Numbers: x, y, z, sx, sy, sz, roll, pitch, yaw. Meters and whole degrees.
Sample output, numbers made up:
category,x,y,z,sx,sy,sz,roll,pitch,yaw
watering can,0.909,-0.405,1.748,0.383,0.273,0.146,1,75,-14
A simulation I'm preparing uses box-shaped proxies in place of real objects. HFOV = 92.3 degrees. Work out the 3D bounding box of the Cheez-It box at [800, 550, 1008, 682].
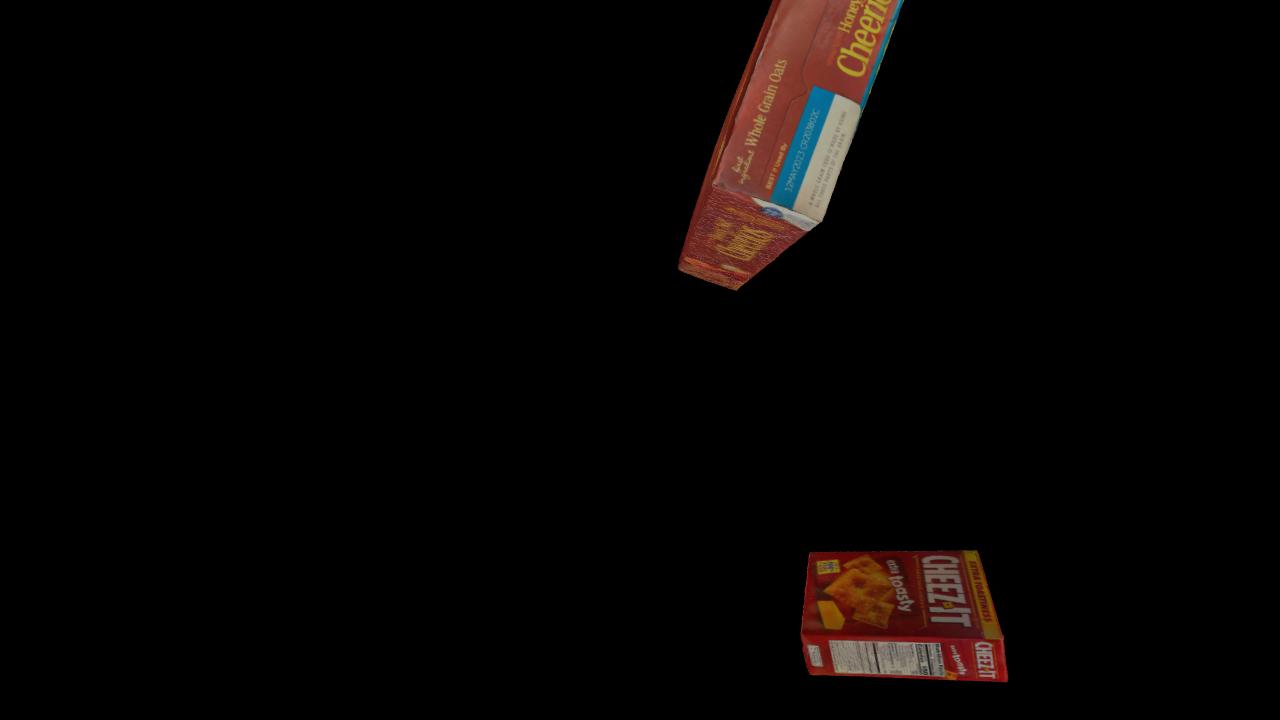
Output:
category,x,y,z,sx,sy,sz,roll,pitch,yaw
Cheez-It box,0.327,0.319,0.785,0.223,0.071,0.166,-8,17,22

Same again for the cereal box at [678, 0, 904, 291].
category,x,y,z,sx,sy,sz,roll,pitch,yaw
cereal box,0.107,-0.179,0.503,0.081,0.203,0.306,20,-2,-1
